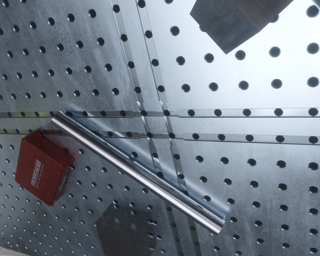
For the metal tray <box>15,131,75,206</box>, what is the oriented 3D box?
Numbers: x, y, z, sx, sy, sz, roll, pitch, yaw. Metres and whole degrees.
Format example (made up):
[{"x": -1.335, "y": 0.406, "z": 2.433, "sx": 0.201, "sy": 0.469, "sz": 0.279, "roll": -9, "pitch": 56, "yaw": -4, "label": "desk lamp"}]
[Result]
[{"x": -0.215, "y": 0.077, "z": 0.569, "sx": 0.090, "sy": 0.030, "sz": 0.129, "roll": 34, "pitch": 129, "yaw": 5, "label": "metal tray"}]

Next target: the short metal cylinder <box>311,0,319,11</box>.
[{"x": 0.154, "y": -0.113, "z": 0.224, "sx": 0.050, "sy": 0.080, "sz": 0.080, "roll": 46, "pitch": 129, "yaw": -5, "label": "short metal cylinder"}]

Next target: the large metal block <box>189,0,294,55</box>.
[{"x": 0.076, "y": -0.111, "z": 0.246, "sx": 0.080, "sy": 0.080, "sz": 0.050, "roll": -43, "pitch": 95, "yaw": -1, "label": "large metal block"}]

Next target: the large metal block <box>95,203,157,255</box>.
[{"x": -0.057, "y": 0.186, "z": 0.541, "sx": 0.080, "sy": 0.050, "sz": 0.079, "roll": 7, "pitch": 122, "yaw": 24, "label": "large metal block"}]

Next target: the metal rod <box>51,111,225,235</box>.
[{"x": -0.037, "y": 0.065, "z": 0.471, "sx": 0.301, "sy": 0.025, "sz": 0.025, "roll": 33, "pitch": 129, "yaw": 6, "label": "metal rod"}]
